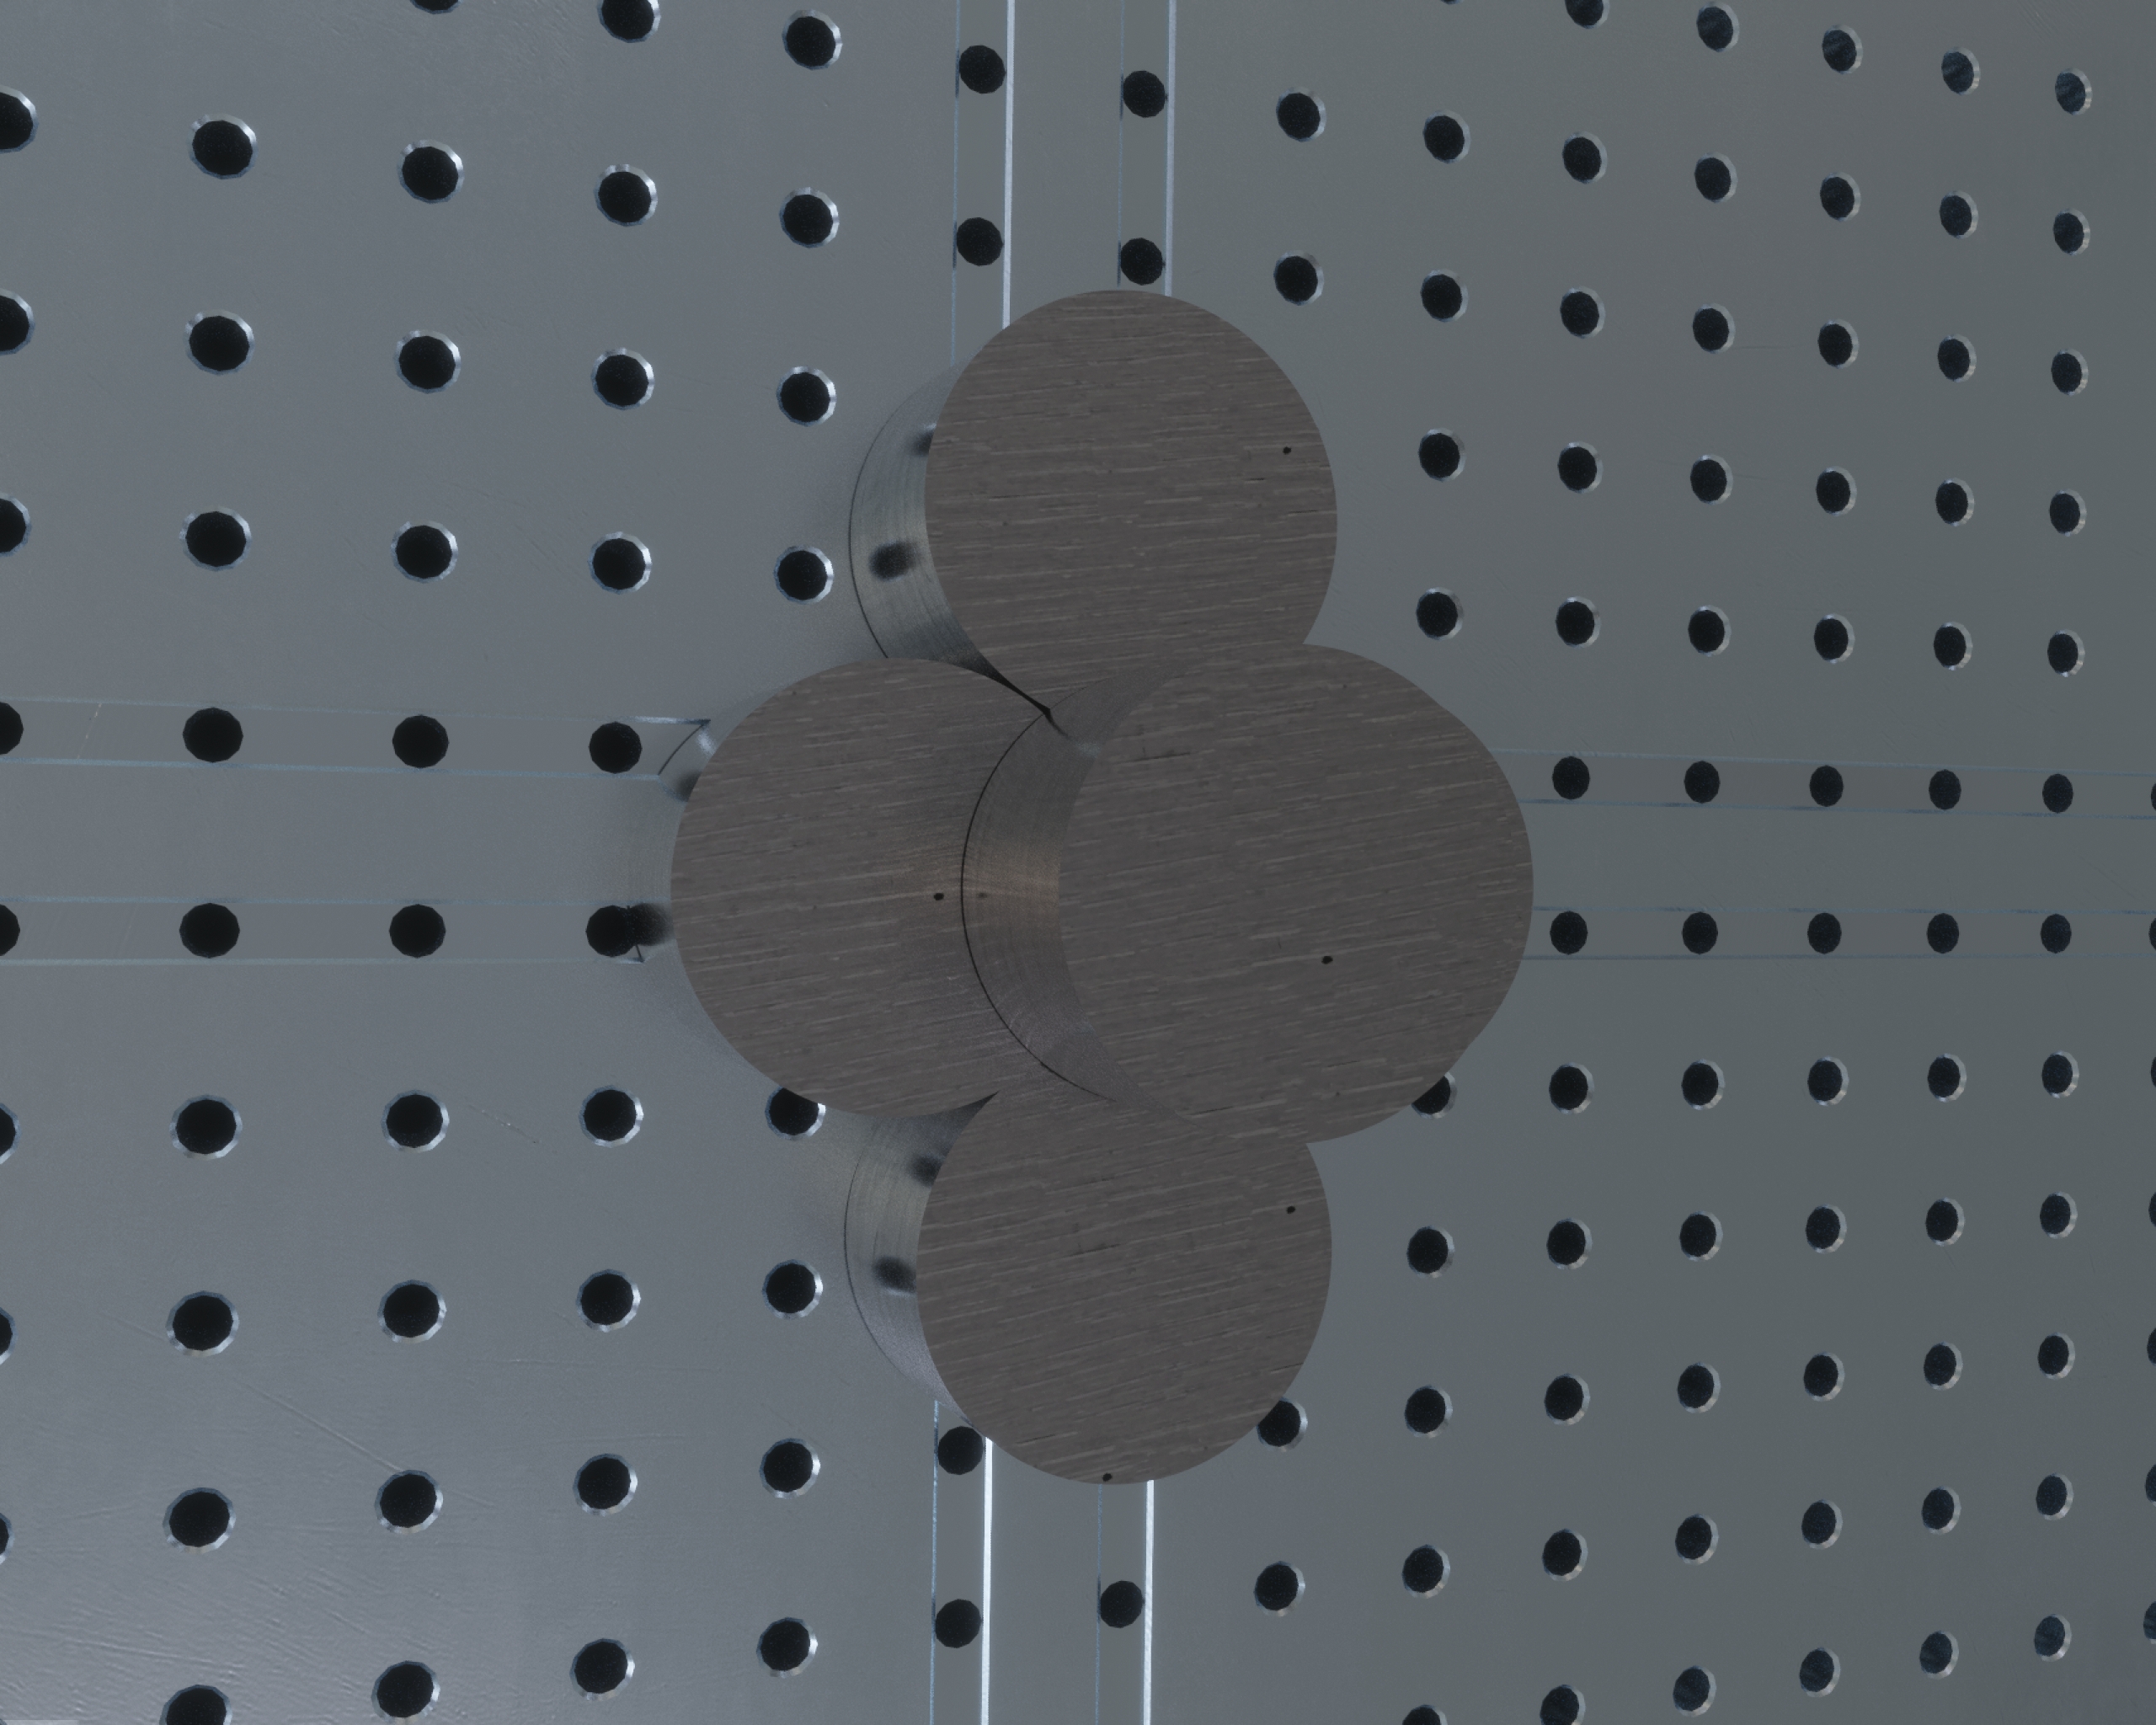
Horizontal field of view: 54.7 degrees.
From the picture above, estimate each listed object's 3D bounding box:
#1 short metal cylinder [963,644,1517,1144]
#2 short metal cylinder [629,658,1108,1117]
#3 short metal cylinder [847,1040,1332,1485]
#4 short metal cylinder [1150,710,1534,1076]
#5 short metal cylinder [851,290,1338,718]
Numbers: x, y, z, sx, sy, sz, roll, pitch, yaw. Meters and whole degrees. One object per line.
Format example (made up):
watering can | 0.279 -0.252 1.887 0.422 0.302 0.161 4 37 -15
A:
short metal cylinder | 0.026 0.005 0.355 0.081 0.050 0.079 0 90 -20
short metal cylinder | -0.039 0.004 0.385 0.081 0.050 0.079 0 90 -20
short metal cylinder | 0.001 0.072 0.399 0.081 0.050 0.080 1 88 -20
short metal cylinder | 0.042 0.005 0.414 0.081 0.050 0.079 0 90 -20
short metal cylinder | 0.002 -0.064 0.400 0.081 0.050 0.079 0 90 -21
